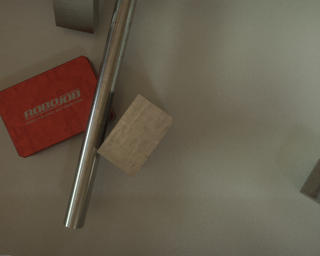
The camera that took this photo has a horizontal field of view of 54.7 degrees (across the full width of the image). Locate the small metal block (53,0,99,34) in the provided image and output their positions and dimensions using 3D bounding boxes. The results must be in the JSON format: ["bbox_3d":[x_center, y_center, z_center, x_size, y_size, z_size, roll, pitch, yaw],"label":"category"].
[{"bbox_3d":[-0.106,-0.154,0.395,0.050,0.050,0.025,12,48,-1],"label":"small metal block"}]

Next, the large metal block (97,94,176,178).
[{"bbox_3d":[-0.027,0.008,0.384,0.050,0.080,0.080,36,90,-1],"label":"large metal block"}]

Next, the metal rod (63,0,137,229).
[{"bbox_3d":[-0.072,-0.027,0.379,0.025,0.025,0.298,13,90,-1],"label":"metal rod"}]

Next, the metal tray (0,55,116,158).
[{"bbox_3d":[-0.136,-0.027,0.407,0.131,0.030,0.090,-24,90,-1],"label":"metal tray"}]

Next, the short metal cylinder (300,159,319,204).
[{"bbox_3d":[0.226,0.080,0.387,0.080,0.080,0.050,30,90,-1],"label":"short metal cylinder"}]
